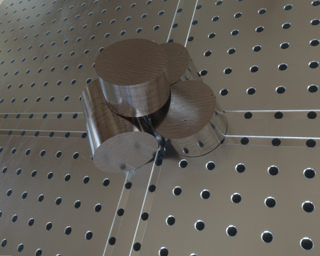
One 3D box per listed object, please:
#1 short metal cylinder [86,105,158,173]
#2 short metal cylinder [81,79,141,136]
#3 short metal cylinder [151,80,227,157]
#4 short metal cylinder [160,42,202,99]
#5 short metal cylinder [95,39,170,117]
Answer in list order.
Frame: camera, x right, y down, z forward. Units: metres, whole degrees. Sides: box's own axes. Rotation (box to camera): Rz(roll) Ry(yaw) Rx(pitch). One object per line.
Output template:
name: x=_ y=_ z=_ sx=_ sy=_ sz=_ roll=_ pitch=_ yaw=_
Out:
short metal cylinder: x=-0.048 y=0.013 z=0.389 sx=0.080 sy=0.080 sz=0.050 roll=-30 pitch=52 yaw=9
short metal cylinder: x=-0.062 y=-0.025 z=0.419 sx=0.080 sy=0.080 sz=0.050 roll=-30 pitch=52 yaw=9
short metal cylinder: x=0.036 y=-0.011 z=0.378 sx=0.080 sy=0.050 sz=0.080 roll=-13 pitch=56 yaw=20
short metal cylinder: x=0.011 y=-0.071 z=0.427 sx=0.080 sy=0.050 sz=0.080 roll=-13 pitch=56 yaw=20
short metal cylinder: x=-0.030 y=-0.059 z=0.360 sx=0.080 sy=0.050 sz=0.080 roll=-2 pitch=51 yaw=3
